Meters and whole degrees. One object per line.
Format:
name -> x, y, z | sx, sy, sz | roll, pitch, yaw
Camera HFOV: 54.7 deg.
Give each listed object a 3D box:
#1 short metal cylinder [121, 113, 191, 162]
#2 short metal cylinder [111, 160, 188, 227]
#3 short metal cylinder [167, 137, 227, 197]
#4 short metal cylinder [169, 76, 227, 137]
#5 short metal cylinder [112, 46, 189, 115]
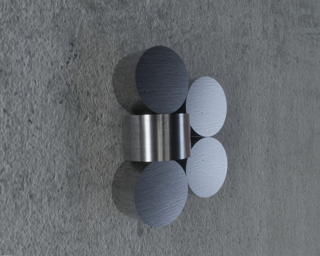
short metal cylinder -> -0.004, 0.009, 0.367 | 0.081, 0.080, 0.050 | -4, 93, -40
short metal cylinder -> -0.012, 0.075, 0.380 | 0.081, 0.050, 0.080 | -1, 91, -39
short metal cylinder -> 0.048, 0.052, 0.429 | 0.081, 0.050, 0.079 | -1, 91, -39
short metal cylinder -> 0.047, -0.028, 0.428 | 0.081, 0.050, 0.079 | -1, 91, -40
short metal cylinder -> -0.011, -0.056, 0.380 | 0.081, 0.050, 0.080 | -1, 91, -39
